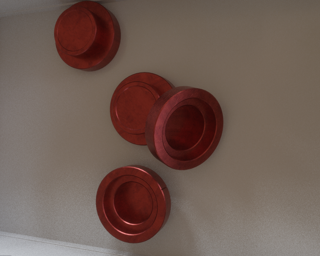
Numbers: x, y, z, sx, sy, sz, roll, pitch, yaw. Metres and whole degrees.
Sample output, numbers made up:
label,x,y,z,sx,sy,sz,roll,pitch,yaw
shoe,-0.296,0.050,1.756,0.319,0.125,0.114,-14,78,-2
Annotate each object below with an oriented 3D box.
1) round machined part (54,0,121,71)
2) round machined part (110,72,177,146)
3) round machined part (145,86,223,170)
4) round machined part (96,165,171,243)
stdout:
label,x,y,z,sx,sy,sz,roll,pitch,yaw
round machined part,-0.109,-0.133,0.440,0.098,0.042,0.097,0,90,20
round machined part,-0.023,-0.025,0.410,0.098,0.042,0.097,0,90,20
round machined part,0.025,-0.002,0.373,0.042,0.099,0.097,25,101,56
round machined part,-0.032,0.097,0.413,0.098,0.042,0.097,0,90,20
